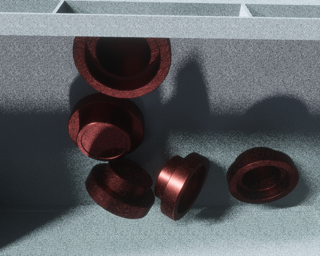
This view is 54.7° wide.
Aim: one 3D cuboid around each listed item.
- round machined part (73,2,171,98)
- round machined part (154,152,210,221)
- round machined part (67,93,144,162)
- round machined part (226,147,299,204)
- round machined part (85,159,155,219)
[{"bbox_3d":[-0.038,-0.083,0.327,0.099,0.042,0.097,-1,130,0],"label":"round machined part"},{"bbox_3d":[0.028,0.078,0.441,0.042,0.099,0.097,26,135,25],"label":"round machined part"},{"bbox_3d":[-0.070,0.006,0.402,0.099,0.042,0.097,-1,130,0],"label":"round machined part"},{"bbox_3d":[0.147,0.066,0.456,0.099,0.042,0.097,-1,130,0],"label":"round machined part"},{"bbox_3d":[-0.049,0.077,0.431,0.099,0.098,0.042,25,105,-20],"label":"round machined part"}]
